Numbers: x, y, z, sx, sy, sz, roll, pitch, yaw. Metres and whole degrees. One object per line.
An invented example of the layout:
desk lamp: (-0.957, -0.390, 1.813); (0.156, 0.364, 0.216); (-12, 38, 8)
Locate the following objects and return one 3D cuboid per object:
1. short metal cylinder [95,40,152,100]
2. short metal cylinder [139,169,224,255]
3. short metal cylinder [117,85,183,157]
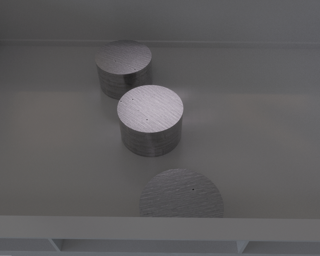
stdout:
short metal cylinder: (-0.052, -0.087, 0.461); (0.080, 0.050, 0.080); (0, 50, 0)
short metal cylinder: (0.021, 0.089, 0.314); (0.080, 0.050, 0.080); (0, 50, 0)
short metal cylinder: (-0.012, -0.009, 0.397); (0.080, 0.050, 0.080); (0, 50, 0)
